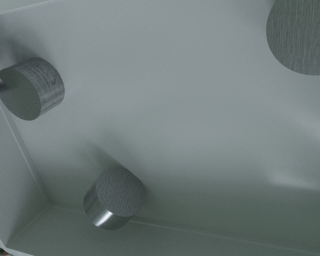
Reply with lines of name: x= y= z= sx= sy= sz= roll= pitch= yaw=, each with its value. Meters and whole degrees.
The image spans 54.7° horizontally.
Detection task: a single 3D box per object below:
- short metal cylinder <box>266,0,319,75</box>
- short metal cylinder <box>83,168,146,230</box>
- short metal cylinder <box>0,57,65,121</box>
short metal cylinder: x=0.136 y=-0.091 z=0.264 sx=0.080 sy=0.050 sz=0.079 roll=13 pitch=124 yaw=20
short metal cylinder: x=-0.070 y=0.108 z=0.475 sx=0.080 sy=0.080 sz=0.050 roll=40 pitch=129 yaw=0
short metal cylinder: x=-0.189 y=-0.057 z=0.454 sx=0.080 sy=0.050 sz=0.079 roll=13 pitch=124 yaw=20
